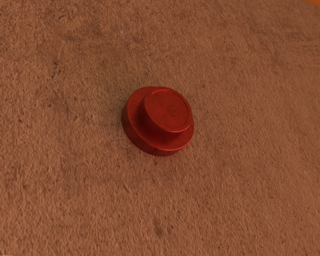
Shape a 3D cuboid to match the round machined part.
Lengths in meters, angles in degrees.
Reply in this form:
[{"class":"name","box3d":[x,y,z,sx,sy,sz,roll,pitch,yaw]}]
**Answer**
[{"class":"round machined part","box3d":[0.003,-0.015,0.406,0.099,0.042,0.098,14,56,-21]}]
